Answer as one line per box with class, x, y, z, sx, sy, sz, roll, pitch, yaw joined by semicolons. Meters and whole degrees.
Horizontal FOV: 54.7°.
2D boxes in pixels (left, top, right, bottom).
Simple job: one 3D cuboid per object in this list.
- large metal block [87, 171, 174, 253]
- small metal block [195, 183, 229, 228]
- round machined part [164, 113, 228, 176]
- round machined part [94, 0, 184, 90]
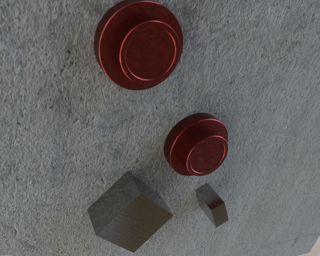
large metal block;-0.042;0.122;0.444;0.080;0.050;0.080;-44;130;2
small metal block;0.087;0.130;0.521;0.025;0.050;0.050;-28;128;-11
round machined part;0.059;0.031;0.449;0.099;0.042;0.097;-14;125;-21
round machined part;-0.017;-0.086;0.335;0.099;0.042;0.097;-14;125;-21
